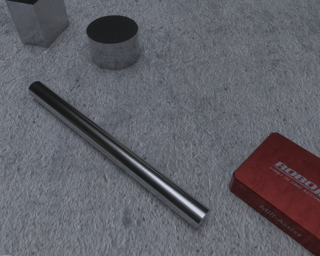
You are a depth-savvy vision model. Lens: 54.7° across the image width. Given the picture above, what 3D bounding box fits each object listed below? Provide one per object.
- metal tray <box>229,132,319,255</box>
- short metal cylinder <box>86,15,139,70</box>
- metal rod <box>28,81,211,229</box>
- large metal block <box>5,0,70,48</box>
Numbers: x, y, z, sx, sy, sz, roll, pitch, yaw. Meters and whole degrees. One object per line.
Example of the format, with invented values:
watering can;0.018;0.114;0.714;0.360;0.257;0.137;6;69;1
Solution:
metal tray;0.156;0.071;0.342;0.130;0.030;0.090;37;59;26
short metal cylinder;-0.074;-0.139;0.504;0.081;0.050;0.080;0;50;0
metal rod;-0.067;0.019;0.386;0.300;0.025;0.025;34;58;25
large metal block;-0.206;-0.197;0.532;0.050;0.080;0.080;13;51;11
